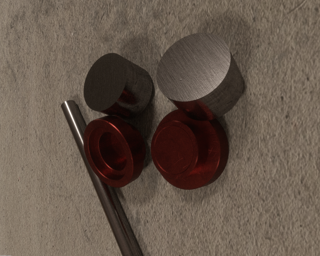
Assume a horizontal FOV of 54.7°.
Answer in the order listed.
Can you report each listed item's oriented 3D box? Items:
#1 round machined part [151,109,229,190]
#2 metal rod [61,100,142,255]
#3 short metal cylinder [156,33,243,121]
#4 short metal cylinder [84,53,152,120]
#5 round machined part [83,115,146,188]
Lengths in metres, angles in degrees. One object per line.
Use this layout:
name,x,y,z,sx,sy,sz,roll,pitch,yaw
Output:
round machined part,0.028,0.025,0.369,0.098,0.042,0.097,0,90,39
metal rod,-0.091,0.082,0.477,0.025,0.025,0.299,-42,65,31
short metal cylinder,0.043,-0.054,0.333,0.080,0.050,0.080,-12,63,24
short metal cylinder,-0.058,-0.055,0.424,0.080,0.050,0.080,-11,71,35
round machined part,-0.058,0.029,0.429,0.098,0.042,0.097,17,117,36
